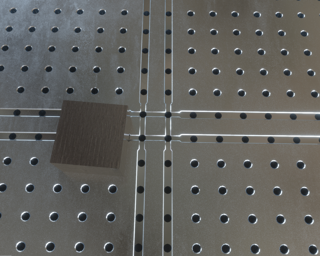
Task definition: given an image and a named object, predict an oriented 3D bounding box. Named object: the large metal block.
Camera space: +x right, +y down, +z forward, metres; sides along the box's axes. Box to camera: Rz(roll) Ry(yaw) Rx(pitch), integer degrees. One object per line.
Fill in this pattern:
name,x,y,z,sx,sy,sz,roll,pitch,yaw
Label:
large metal block,-0.083,0.014,0.392,0.080,0.050,0.080,5,70,1
